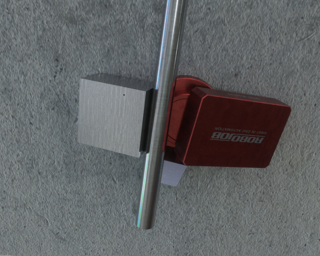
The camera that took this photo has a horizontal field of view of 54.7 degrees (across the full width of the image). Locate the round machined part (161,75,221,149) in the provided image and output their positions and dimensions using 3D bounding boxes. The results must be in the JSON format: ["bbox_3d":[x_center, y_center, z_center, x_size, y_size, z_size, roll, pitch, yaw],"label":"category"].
[{"bbox_3d":[0.031,-0.015,0.396,0.099,0.042,0.097,0,110,0],"label":"round machined part"}]

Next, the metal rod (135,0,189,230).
[{"bbox_3d":[0.000,-0.015,0.361,0.025,0.025,0.298,7,108,-3],"label":"metal rod"}]

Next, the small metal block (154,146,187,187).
[{"bbox_3d":[0.006,0.050,0.419,0.050,0.025,0.050,15,135,-5],"label":"small metal block"}]

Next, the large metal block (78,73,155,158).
[{"bbox_3d":[-0.050,-0.018,0.379,0.080,0.050,0.079,13,111,14],"label":"large metal block"}]

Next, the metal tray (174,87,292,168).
[{"bbox_3d":[0.091,0.003,0.387,0.131,0.030,0.089,5,112,-24],"label":"metal tray"}]
